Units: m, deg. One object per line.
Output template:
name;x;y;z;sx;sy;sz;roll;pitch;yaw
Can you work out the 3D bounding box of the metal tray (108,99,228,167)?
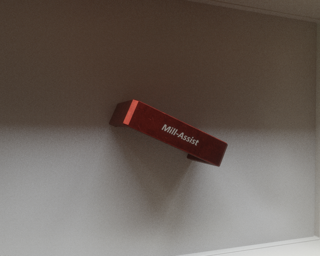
metal tray;0.007;0.007;0.392;0.131;0.090;0.030;25;82;-19
